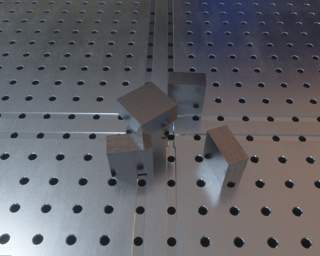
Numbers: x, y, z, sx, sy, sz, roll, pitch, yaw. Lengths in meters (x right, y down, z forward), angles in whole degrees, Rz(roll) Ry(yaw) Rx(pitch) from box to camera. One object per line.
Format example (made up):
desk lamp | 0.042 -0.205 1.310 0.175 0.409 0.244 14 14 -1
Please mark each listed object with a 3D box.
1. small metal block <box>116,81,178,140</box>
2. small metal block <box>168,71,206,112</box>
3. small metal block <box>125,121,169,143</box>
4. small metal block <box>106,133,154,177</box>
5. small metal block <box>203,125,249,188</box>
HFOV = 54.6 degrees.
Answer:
small metal block | -0.015 -0.022 0.361 0.050 0.025 0.050 -31 56 -23
small metal block | 0.037 -0.051 0.434 0.050 0.050 0.025 4 50 3
small metal block | -0.016 -0.005 0.396 0.050 0.050 0.025 -25 54 -20
small metal block | -0.035 0.032 0.365 0.050 0.050 0.025 -6 51 -5
small metal block | 0.075 0.033 0.364 0.025 0.050 0.050 -17 52 -13
